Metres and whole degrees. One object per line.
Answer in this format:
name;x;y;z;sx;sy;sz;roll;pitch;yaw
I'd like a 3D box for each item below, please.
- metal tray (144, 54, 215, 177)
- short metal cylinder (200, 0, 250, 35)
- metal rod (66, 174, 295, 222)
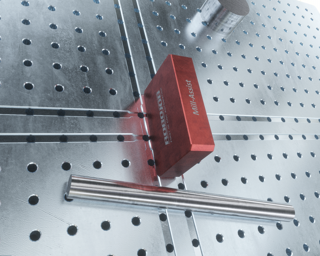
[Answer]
metal tray;0.018;-0.014;0.385;0.030;0.090;0.130;4;60;-26
short metal cylinder;0.125;-0.230;0.603;0.081;0.050;0.080;14;56;-21
metal rod;0.043;0.090;0.377;0.302;0.025;0.025;12;57;-22
